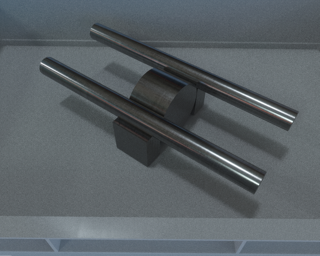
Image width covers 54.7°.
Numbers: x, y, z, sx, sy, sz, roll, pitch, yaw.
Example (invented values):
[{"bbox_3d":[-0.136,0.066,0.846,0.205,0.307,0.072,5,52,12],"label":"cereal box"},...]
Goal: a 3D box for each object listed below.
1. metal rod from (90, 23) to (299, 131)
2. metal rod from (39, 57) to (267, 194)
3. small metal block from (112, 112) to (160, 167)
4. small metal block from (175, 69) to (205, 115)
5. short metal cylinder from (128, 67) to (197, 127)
[{"bbox_3d":[0.028,-0.075,0.402,0.300,0.025,0.025,29,56,22],"label":"metal rod"},{"bbox_3d":[-0.026,-0.015,0.352,0.300,0.025,0.025,29,56,22],"label":"metal rod"},{"bbox_3d":[-0.028,0.013,0.376,0.050,0.050,0.025,30,56,22],"label":"small metal block"},{"bbox_3d":[0.035,-0.053,0.431,0.050,0.050,0.025,30,56,22],"label":"small metal block"},{"bbox_3d":[0.004,-0.030,0.393,0.050,0.080,0.080,30,56,22],"label":"short metal cylinder"}]
